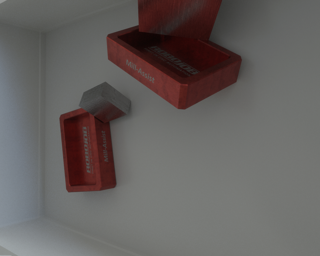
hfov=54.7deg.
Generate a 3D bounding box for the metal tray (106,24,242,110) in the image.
[{"bbox_3d":[0.013,-0.079,0.350,0.130,0.091,0.030,39,142,33],"label":"metal tray"}]

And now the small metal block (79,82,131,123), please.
[{"bbox_3d":[-0.080,-0.036,0.450,0.050,0.050,0.025,-17,50,38],"label":"small metal block"}]

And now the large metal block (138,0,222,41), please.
[{"bbox_3d":[0.021,-0.141,0.325,0.081,0.080,0.050,7,73,-1],"label":"large metal block"}]

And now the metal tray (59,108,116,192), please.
[{"bbox_3d":[-0.118,0.035,0.497,0.090,0.030,0.129,-12,82,39],"label":"metal tray"}]
